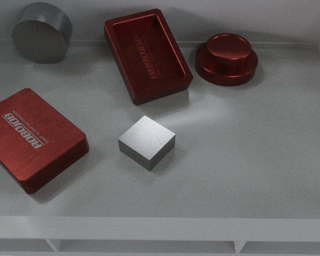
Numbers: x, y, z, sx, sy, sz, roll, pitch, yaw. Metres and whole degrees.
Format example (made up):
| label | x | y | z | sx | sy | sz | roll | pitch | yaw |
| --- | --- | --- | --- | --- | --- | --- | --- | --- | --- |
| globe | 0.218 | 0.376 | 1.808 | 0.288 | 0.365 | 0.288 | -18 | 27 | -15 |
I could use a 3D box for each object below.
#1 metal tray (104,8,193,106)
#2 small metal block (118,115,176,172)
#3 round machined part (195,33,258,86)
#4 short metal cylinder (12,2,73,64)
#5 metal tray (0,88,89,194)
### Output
| label | x | y | z | sx | sy | sz | roll | pitch | yaw |
| --- | --- | --- | --- | --- | --- | --- | --- | --- | --- |
| metal tray | -0.019 | -0.107 | 0.459 | 0.091 | 0.030 | 0.130 | -20 | 76 | -16 |
| small metal block | -0.016 | 0.018 | 0.390 | 0.050 | 0.025 | 0.050 | 32 | 57 | 23 |
| round machined part | 0.106 | -0.114 | 0.491 | 0.099 | 0.042 | 0.098 | 0 | 50 | 0 |
| short metal cylinder | -0.185 | -0.149 | 0.493 | 0.081 | 0.080 | 0.050 | 0 | 50 | -1 |
| metal tray | -0.166 | 0.010 | 0.391 | 0.130 | 0.030 | 0.090 | 35 | 58 | 25 |
